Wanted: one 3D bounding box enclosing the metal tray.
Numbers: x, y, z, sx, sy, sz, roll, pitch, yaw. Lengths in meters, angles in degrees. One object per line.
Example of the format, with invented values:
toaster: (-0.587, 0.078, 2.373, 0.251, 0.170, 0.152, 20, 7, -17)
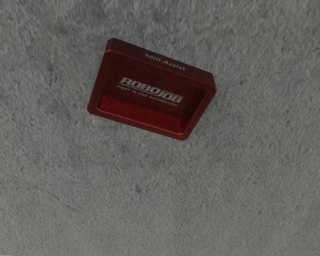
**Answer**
metal tray: (-0.011, -0.041, 0.368, 0.131, 0.030, 0.089, 17, 128, -14)
